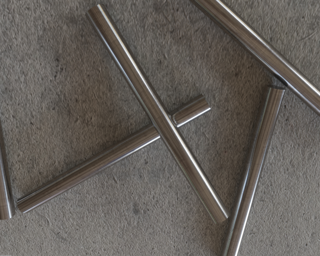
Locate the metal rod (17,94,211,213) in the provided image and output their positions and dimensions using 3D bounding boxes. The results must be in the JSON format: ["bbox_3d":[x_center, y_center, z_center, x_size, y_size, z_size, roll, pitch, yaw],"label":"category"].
[{"bbox_3d":[-0.069,0.039,0.423,0.300,0.025,0.025,-29,108,10],"label":"metal rod"}]

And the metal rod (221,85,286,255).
[{"bbox_3d":[0.125,0.087,0.442,0.025,0.025,0.298,8,110,-3],"label":"metal rod"}]

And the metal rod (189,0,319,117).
[{"bbox_3d":[0.146,-0.077,0.382,0.301,0.025,0.025,37,106,-13],"label":"metal rod"}]

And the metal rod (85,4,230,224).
[{"bbox_3d":[0.002,-0.011,0.380,0.025,0.025,0.299,-30,98,10],"label":"metal rod"}]

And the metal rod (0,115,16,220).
[{"bbox_3d":[-0.222,-0.013,0.402,0.025,0.025,0.298,1,110,-1],"label":"metal rod"}]
